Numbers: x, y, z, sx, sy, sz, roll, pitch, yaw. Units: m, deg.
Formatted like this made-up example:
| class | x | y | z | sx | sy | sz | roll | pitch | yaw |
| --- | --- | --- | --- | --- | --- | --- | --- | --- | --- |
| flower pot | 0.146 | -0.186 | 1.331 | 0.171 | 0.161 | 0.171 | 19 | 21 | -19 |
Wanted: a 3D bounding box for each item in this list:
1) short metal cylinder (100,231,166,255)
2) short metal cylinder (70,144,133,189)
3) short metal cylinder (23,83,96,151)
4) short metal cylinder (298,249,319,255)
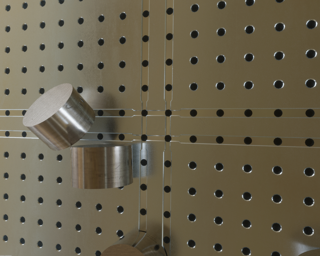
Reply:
| class | x | y | z | sx | sy | sz | roll | pitch | yaw |
| --- | --- | --- | --- | --- | --- | --- | --- | --- | --- |
| short metal cylinder | -0.036 | 0.185 | 0.411 | 0.080 | 0.050 | 0.079 | 0 | 90 | 19 |
| short metal cylinder | -0.076 | 0.048 | 0.409 | 0.080 | 0.080 | 0.050 | -1 | 90 | 19 |
| short metal cylinder | -0.137 | -0.016 | 0.424 | 0.080 | 0.050 | 0.080 | -21 | 39 | 18 |
| short metal cylinder | 0.186 | 0.163 | 0.318 | 0.080 | 0.080 | 0.050 | -9 | 87 | 19 |
